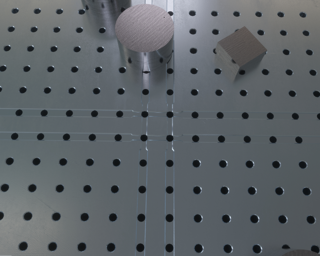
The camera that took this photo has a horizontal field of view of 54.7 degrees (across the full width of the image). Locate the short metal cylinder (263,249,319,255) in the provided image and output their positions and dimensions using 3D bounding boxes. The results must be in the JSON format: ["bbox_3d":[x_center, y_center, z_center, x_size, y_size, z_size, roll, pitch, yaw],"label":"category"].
[{"bbox_3d":[0.149,0.174,0.336,0.081,0.050,0.080,0,70,0],"label":"short metal cylinder"}]

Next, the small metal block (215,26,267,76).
[{"bbox_3d":[0.118,-0.113,0.454,0.050,0.025,0.050,-33,73,-11],"label":"small metal block"}]

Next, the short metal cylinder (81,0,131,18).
[{"bbox_3d":[-0.087,-0.220,0.478,0.081,0.050,0.080,0,70,0],"label":"short metal cylinder"}]

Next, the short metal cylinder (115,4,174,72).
[{"bbox_3d":[-0.021,-0.129,0.445,0.081,0.050,0.080,0,70,0],"label":"short metal cylinder"}]
